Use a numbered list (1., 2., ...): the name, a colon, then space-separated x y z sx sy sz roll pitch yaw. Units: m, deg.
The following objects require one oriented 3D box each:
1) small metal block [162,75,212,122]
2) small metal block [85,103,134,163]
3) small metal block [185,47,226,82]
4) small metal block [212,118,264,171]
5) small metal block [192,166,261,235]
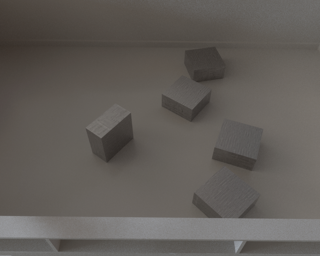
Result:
1. small metal block: 0.038 -0.043 0.442 0.050 0.025 0.050 30 56 22
2. small metal block: -0.060 0.007 0.383 0.025 0.050 0.050 31 56 23
3. small metal block: 0.070 -0.101 0.491 0.050 0.025 0.050 -10 51 -9
4. small metal block: 0.098 0.020 0.390 0.050 0.025 0.050 17 52 13
5. small metal block: 0.072 0.078 0.341 0.050 0.025 0.050 -35 59 -26
